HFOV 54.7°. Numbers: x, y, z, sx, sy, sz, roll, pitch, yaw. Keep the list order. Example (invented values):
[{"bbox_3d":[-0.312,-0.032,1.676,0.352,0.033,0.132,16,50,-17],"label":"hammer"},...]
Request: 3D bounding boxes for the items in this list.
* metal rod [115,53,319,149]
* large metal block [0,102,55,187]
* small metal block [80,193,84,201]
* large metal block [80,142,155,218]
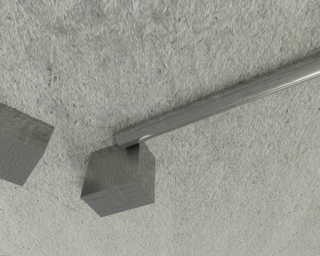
[{"bbox_3d":[0.081,-0.034,0.378,0.300,0.025,0.025,-21,127,16],"label":"metal rod"},{"bbox_3d":[-0.199,0.022,0.408,0.080,0.050,0.080,28,125,-22],"label":"large metal block"},{"bbox_3d":[-0.089,0.103,0.494,0.050,0.025,0.050,-35,122,26],"label":"small metal block"},{"bbox_3d":[-0.054,0.066,0.427,0.080,0.080,0.050,-19,128,15],"label":"large metal block"}]
